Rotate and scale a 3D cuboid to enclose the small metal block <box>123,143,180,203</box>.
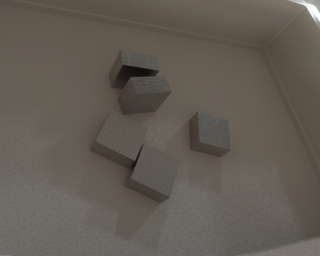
[{"bbox_3d":[-0.009,0.054,0.369,0.050,0.025,0.050,28,52,-11],"label":"small metal block"}]

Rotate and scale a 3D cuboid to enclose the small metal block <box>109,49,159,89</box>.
[{"bbox_3d":[-0.036,-0.076,0.418,0.050,0.050,0.025,4,60,-27],"label":"small metal block"}]

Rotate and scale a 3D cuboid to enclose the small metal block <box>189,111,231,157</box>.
[{"bbox_3d":[0.070,0.009,0.440,0.050,0.025,0.050,15,56,-21],"label":"small metal block"}]

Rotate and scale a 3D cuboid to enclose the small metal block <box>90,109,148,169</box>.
[{"bbox_3d":[-0.049,0.013,0.373,0.050,0.025,0.050,28,52,-11],"label":"small metal block"}]

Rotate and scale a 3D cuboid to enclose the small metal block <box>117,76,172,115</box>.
[{"bbox_3d":[-0.021,-0.042,0.405,0.050,0.050,0.025,-8,66,-32],"label":"small metal block"}]
